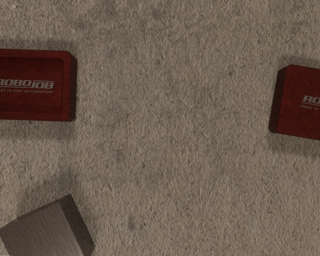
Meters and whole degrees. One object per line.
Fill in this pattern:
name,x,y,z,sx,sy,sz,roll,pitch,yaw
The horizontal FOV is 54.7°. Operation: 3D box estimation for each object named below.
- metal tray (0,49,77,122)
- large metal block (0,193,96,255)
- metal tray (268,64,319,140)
metal tray,-0.179,-0.055,0.405,0.131,0.030,0.089,2,90,-1
large metal block,-0.141,0.142,0.396,0.080,0.050,0.080,-25,90,-1
metal tray,0.219,-0.028,0.410,0.131,0.030,0.089,10,90,-1
